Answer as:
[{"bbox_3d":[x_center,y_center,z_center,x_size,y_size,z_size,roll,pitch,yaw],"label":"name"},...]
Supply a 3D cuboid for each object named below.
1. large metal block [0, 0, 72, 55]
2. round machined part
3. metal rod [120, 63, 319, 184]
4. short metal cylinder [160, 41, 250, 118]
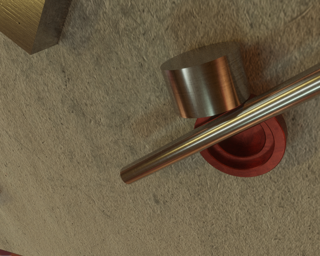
[{"bbox_3d":[-0.164,-0.152,0.381,0.080,0.050,0.080,38,129,2],"label":"large metal block"},{"bbox_3d":[0.091,0.004,0.350,0.098,0.042,0.097,13,124,20],"label":"round machined part"},{"bbox_3d":[0.060,0.003,0.321,0.299,0.025,0.025,-30,102,37],"label":"metal rod"},{"bbox_3d":[0.046,-0.050,0.315,0.080,0.080,0.050,-6,116,30],"label":"short metal cylinder"}]
